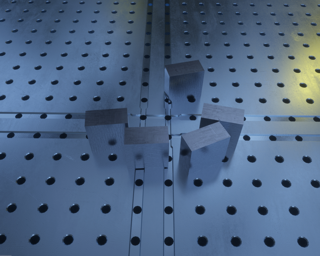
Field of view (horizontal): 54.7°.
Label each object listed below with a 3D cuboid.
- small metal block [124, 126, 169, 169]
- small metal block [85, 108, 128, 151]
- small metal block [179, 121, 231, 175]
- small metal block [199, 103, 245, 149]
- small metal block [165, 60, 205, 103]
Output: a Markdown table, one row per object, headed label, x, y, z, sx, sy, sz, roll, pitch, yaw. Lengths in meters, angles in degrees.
| label | x | y | z | sx | sy | sz | roll | pitch | yaw |
| --- | --- | --- | --- | --- | --- | --- | --- | --- | --- |
| small metal block | -0.015 | 0.024 | 0.371 | 0.050 | 0.050 | 0.025 | -2 | 50 | -2 |
| small metal block | -0.064 | 0.003 | 0.388 | 0.050 | 0.050 | 0.025 | -5 | 50 | -4 |
| small metal block | 0.052 | 0.025 | 0.371 | 0.050 | 0.050 | 0.025 | -19 | 53 | -16 |
| small metal block | 0.076 | -0.002 | 0.394 | 0.050 | 0.050 | 0.025 | 10 | 51 | 8 |
| small metal block | 0.034 | -0.067 | 0.449 | 0.050 | 0.050 | 0.025 | -11 | 51 | -10 |
